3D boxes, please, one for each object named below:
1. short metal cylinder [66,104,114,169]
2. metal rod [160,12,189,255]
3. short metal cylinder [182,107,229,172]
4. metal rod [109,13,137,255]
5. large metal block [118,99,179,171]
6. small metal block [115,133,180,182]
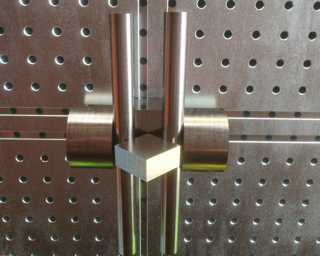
[{"bbox_3d":[-0.080,0.010,0.383,0.050,0.080,0.079,1,110,-1],"label":"short metal cylinder"},{"bbox_3d":[0.014,0.022,0.365,0.025,0.025,0.298,1,110,-1],"label":"metal rod"},{"bbox_3d":[0.052,0.014,0.385,0.050,0.080,0.079,1,110,0],"label":"short metal cylinder"},{"bbox_3d":[-0.041,0.024,0.365,0.025,0.025,0.298,1,110,-1],"label":"metal rod"},{"bbox_3d":[-0.014,0.008,0.399,0.081,0.050,0.079,1,110,-1],"label":"large metal block"},{"bbox_3d":[-0.014,0.030,0.340,0.050,0.050,0.025,19,117,40],"label":"small metal block"}]
